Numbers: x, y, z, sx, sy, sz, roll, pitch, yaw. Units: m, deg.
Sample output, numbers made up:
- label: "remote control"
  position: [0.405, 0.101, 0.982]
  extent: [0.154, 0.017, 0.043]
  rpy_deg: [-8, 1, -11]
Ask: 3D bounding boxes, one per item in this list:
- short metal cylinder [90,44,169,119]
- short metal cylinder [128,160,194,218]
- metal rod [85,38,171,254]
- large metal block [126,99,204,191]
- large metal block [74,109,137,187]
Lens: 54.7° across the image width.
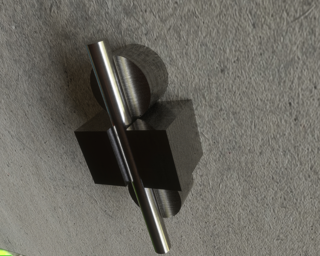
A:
- label: "short metal cylinder"
  position: [-0.036, -0.056, 0.376]
  extent: [0.080, 0.050, 0.079]
  rpy_deg: [13, 123, 21]
- label: "short metal cylinder"
  position: [0.002, 0.080, 0.441]
  extent: [0.080, 0.050, 0.079]
  rpy_deg: [13, 123, 21]
- label: "metal rod"
  position: [-0.031, 0.041, 0.385]
  extent: [0.025, 0.025, 0.298]
  rpy_deg: [-1, 118, 28]
- label: "large metal block"
  position: [0.010, 0.018, 0.379]
  extent: [0.050, 0.080, 0.080]
  rpy_deg: [-1, 118, 28]
- label: "large metal block"
  position: [-0.057, 0.020, 0.415]
  extent: [0.050, 0.080, 0.080]
  rpy_deg: [-1, 118, 28]
